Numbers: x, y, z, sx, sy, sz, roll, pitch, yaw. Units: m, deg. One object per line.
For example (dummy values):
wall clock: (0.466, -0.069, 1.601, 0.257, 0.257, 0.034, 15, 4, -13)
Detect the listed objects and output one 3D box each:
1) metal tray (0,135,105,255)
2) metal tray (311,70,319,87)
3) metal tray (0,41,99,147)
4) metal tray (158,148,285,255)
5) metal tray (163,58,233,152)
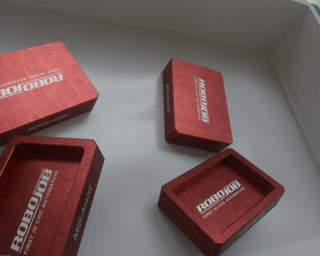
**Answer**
metal tray: (-0.110, 0.069, 0.273, 0.090, 0.030, 0.130, 3, 54, 10)
metal tray: (0.394, -0.138, 0.662, 0.131, 0.090, 0.030, -24, 75, -36)
metal tray: (-0.148, -0.042, 0.348, 0.131, 0.030, 0.090, -28, 77, -37)
metal tray: (0.074, 0.081, 0.369, 0.131, 0.030, 0.090, -23, 49, -36)
metal tray: (0.053, -0.034, 0.451, 0.091, 0.030, 0.130, 12, 57, -22)
